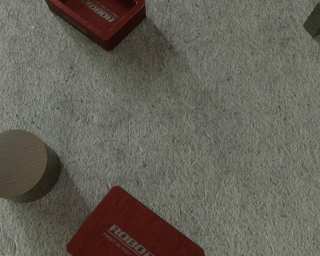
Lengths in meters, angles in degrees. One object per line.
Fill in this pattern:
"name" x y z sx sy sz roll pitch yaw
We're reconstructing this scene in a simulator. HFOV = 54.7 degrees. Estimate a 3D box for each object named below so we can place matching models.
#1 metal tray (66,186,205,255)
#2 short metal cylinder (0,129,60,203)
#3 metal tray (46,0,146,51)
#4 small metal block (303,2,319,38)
"metal tray" -0.027 0.140 0.354 0.130 0.030 0.090 34 73 11
"short metal cylinder" -0.169 0.047 0.376 0.081 0.050 0.080 0 70 0
"metal tray" -0.098 -0.187 0.473 0.130 0.030 0.090 37 74 12
"small metal block" 0.250 -0.167 0.458 0.050 0.050 0.025 -25 72 -9
